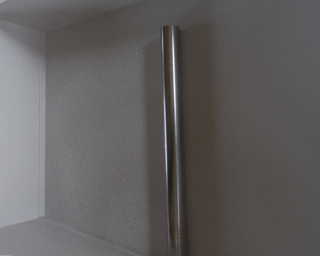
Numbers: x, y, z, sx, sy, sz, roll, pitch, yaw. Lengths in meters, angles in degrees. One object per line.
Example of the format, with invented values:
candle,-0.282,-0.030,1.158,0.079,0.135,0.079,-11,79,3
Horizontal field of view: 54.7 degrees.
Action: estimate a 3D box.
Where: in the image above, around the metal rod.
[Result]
metal rod,0.018,0.022,0.390,0.025,0.025,0.298,-3,88,39
